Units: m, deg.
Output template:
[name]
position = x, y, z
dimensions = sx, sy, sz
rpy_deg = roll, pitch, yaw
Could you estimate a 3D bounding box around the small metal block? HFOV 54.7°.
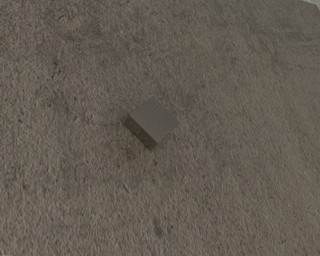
[small metal block]
position = -0.011, -0.006, 0.405
dimensions = 0.050, 0.025, 0.050
rpy_deg = 45, 51, 3
